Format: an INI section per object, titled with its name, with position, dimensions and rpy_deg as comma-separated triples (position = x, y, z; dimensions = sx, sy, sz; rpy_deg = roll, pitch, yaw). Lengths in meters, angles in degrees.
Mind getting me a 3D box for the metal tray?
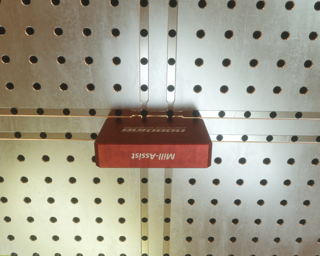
[metal tray]
position = -0.007, 0.016, 0.384
dimensions = 0.131, 0.090, 0.030
rpy_deg = 0, 110, 0
